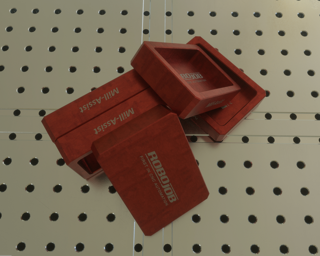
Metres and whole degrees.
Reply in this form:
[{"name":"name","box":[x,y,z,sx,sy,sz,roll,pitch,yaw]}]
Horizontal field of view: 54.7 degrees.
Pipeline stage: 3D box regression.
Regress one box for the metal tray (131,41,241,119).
[{"name":"metal tray","box":[0.037,-0.062,0.375,0.090,0.030,0.131,49,32,15]}]

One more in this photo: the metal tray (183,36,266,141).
[{"name":"metal tray","box":[0.066,-0.056,0.429,0.090,0.030,0.130,-42,76,-14]}]

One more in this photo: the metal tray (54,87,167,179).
[{"name":"metal tray","box":[-0.049,0.008,0.372,0.131,0.090,0.030,-31,73,-11]}]

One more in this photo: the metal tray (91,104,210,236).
[{"name":"metal tray","box":[-0.006,0.050,0.344,0.090,0.129,0.030,-31,32,-11]}]

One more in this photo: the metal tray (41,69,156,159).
[{"name":"metal tray","box":[-0.066,-0.016,0.382,0.131,0.090,0.030,-31,73,-11]}]
